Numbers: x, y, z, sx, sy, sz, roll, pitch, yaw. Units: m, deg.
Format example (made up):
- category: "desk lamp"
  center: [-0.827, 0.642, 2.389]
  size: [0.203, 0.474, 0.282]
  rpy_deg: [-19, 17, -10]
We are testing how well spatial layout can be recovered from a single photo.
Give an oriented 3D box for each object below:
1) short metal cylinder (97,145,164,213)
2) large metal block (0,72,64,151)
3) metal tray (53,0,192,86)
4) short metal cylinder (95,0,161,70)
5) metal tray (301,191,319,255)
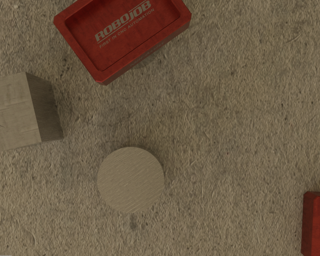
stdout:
- category: "short metal cylinder"
  center: [-0.035, 0.062, 0.397]
  size: [0.081, 0.050, 0.079]
  rpy_deg: [0, 90, 0]
- category: "large metal block"
  center: [-0.164, -0.018, 0.381]
  size: [0.050, 0.080, 0.080]
  rpy_deg: [-13, 90, 0]
- category: "metal tray"
  center: [-0.041, -0.121, 0.356]
  size: [0.130, 0.030, 0.090]
  rpy_deg: [-35, 90, 0]
- category: "short metal cylinder"
  center: [-0.038, -0.119, 0.397]
  size: [0.081, 0.050, 0.079]
  rpy_deg: [0, 90, 0]
- category: "metal tray"
  center: [0.260, 0.134, 0.410]
  size: [0.131, 0.030, 0.089]
  rpy_deg: [2, 90, 0]
